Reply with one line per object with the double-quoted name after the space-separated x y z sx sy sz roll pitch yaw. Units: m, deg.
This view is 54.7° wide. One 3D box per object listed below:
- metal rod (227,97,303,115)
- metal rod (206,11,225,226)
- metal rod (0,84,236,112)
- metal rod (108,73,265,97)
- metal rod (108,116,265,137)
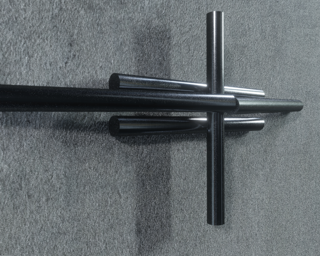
0.194 -0.039 0.540 0.302 0.025 0.025 -5 94 -50 "metal rod"
0.079 -0.013 0.443 0.025 0.025 0.298 0 90 -40 "metal rod"
-0.035 -0.030 0.345 0.303 0.025 0.025 -2 91 -31 "metal rod"
0.062 -0.055 0.459 0.302 0.025 0.025 -1 91 -40 "metal rod"
0.062 -0.005 0.460 0.302 0.025 0.025 -1 91 -40 "metal rod"
